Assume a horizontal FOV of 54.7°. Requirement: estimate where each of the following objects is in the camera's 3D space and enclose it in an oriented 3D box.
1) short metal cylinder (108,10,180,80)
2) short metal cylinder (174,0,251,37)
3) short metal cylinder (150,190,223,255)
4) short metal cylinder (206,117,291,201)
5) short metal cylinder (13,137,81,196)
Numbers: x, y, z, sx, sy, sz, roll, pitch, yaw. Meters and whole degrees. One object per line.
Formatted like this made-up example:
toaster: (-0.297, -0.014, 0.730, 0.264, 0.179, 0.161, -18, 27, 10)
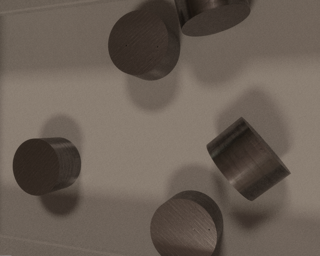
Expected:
short metal cylinder: (-0.020, -0.105, 0.403, 0.080, 0.050, 0.079, 0, 90, 19)
short metal cylinder: (0.059, -0.147, 0.360, 0.080, 0.080, 0.050, -14, 86, 19)
short metal cylinder: (0.035, 0.122, 0.384, 0.080, 0.050, 0.079, 0, 90, 19)
short metal cylinder: (0.098, 0.034, 0.347, 0.050, 0.080, 0.080, -42, 77, 15)
short metal cylinder: (-0.165, 0.054, 0.454, 0.080, 0.050, 0.079, 0, 90, 19)
